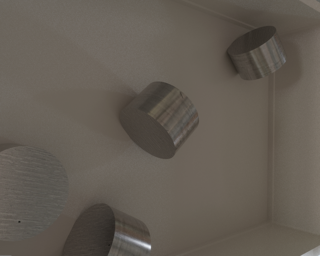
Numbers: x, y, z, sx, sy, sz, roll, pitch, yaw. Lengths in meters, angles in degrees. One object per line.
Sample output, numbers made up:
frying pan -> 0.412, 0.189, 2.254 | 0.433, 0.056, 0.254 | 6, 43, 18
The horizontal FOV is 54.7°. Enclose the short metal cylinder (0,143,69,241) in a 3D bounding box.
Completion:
short metal cylinder -> -0.132, 0.055, 0.281 | 0.081, 0.050, 0.079 | 0, 90, -40

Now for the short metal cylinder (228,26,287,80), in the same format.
short metal cylinder -> 0.159, -0.123, 0.507 | 0.080, 0.080, 0.050 | -51, 120, -28

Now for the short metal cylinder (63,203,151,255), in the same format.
short metal cylinder -> -0.056, 0.126, 0.326 | 0.050, 0.080, 0.080 | 38, 67, -34

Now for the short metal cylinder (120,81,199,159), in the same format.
short metal cylinder -> -0.001, -0.009, 0.372 | 0.050, 0.080, 0.080 | -48, 119, -29
